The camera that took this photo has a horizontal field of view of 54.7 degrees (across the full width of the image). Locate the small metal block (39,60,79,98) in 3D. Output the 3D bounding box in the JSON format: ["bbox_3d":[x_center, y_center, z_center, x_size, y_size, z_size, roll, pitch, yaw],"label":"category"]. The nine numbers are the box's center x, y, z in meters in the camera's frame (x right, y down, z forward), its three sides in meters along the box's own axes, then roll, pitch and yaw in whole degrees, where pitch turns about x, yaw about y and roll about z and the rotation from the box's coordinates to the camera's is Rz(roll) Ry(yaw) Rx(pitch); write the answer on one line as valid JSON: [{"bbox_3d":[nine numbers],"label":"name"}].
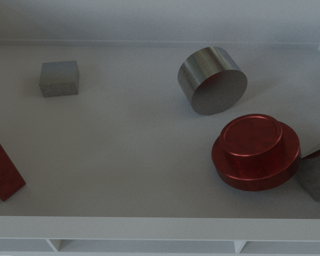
[{"bbox_3d":[-0.150,-0.074,0.466,0.050,0.025,0.050,-6,50,-5],"label":"small metal block"}]

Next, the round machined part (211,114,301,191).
[{"bbox_3d":[0.107,0.021,0.355,0.098,0.042,0.098,-17,37,13],"label":"round machined part"}]

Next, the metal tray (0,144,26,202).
[{"bbox_3d":[-0.214,0.017,0.345,0.130,0.089,0.030,32,57,23],"label":"metal tray"}]

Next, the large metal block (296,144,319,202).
[{"bbox_3d":[0.206,0.032,0.338,0.081,0.080,0.050,-27,75,-21],"label":"large metal block"}]

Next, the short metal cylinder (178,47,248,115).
[{"bbox_3d":[0.071,-0.063,0.423,0.081,0.080,0.050,-15,52,-12],"label":"short metal cylinder"}]
